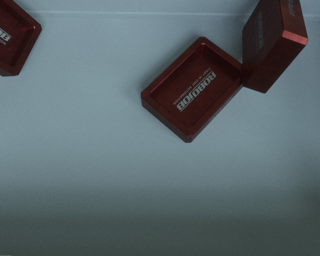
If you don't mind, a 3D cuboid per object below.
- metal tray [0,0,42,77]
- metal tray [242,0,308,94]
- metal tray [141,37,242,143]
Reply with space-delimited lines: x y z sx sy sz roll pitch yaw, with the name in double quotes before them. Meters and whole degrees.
"metal tray" -0.229 -0.138 0.404 0.030 0.130 0.090 4 67 34
"metal tray" 0.141 -0.120 0.398 0.030 0.089 0.130 17 52 -7
"metal tray" 0.049 -0.055 0.427 0.090 0.030 0.130 41 75 13
